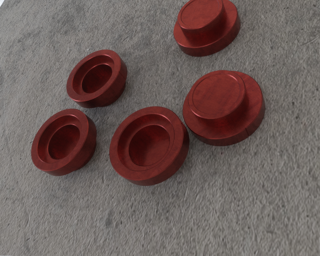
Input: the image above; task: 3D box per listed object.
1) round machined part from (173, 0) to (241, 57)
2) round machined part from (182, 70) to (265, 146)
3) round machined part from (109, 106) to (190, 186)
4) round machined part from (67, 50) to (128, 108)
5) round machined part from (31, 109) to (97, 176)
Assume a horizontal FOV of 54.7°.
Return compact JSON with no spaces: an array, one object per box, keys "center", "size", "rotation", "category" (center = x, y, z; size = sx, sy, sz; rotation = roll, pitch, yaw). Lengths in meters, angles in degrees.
[{"center":[0.065,-0.157,0.455],"size":[0.098,0.042,0.098],"rotation":[-13,56,21],"category":"round machined part"},{"center":[0.073,-0.031,0.374],"size":[0.098,0.042,0.098],"rotation":[-13,56,21],"category":"round machined part"},{"center":[-0.009,0.025,0.383],"size":[0.098,0.042,0.098],"rotation":[-13,56,21],"category":"round machined part"},{"center":[-0.093,-0.072,0.486],"size":[0.098,0.042,0.098],"rotation":[-13,56,21],"category":"round machined part"},{"center":[-0.133,0.024,0.448],"size":[0.098,0.042,0.098],"rotation":[-13,56,21],"category":"round machined part"}]
